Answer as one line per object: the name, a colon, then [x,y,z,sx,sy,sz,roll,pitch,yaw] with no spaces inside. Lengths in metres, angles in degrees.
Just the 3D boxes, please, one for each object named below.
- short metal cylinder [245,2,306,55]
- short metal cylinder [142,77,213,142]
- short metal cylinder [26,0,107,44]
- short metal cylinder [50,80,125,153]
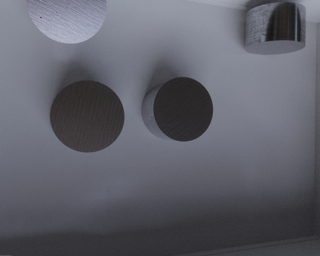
short metal cylinder: [0.164,-0.139,0.441,0.081,0.080,0.050,1,90,-20]
short metal cylinder: [0.021,-0.023,0.405,0.081,0.050,0.080,0,90,-20]
short metal cylinder: [-0.104,-0.138,0.346,0.081,0.050,0.079,-7,112,-17]
short metal cylinder: [-0.087,-0.013,0.365,0.081,0.050,0.080,0,90,-20]
